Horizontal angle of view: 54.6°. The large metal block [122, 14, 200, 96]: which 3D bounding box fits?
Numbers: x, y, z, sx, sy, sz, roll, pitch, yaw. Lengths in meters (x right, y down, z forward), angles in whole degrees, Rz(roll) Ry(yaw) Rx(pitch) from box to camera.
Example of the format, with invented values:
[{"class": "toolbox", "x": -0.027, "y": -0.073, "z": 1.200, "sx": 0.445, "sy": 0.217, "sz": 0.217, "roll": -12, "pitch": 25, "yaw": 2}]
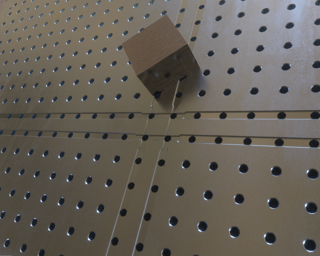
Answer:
[{"class": "large metal block", "x": 0.000, "y": -0.108, "z": 0.460, "sx": 0.080, "sy": 0.050, "sz": 0.080, "roll": -31, "pitch": 52, "yaw": 8}]
